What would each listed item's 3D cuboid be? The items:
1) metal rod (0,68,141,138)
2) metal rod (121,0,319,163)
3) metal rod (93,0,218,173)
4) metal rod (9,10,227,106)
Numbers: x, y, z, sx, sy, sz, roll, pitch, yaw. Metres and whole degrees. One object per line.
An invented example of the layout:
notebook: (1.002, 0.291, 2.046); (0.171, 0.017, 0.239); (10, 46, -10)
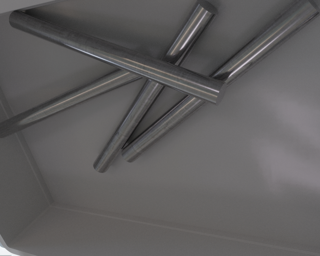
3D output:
metal rod: (-0.142, -0.035, 0.445); (0.300, 0.025, 0.025); (-18, 109, 29)
metal rod: (0.044, -0.035, 0.364); (0.025, 0.025, 0.299); (47, 129, -5)
metal rod: (-0.024, -0.030, 0.402); (0.025, 0.025, 0.298); (39, 129, 1)
metal rod: (-0.066, -0.090, 0.365); (0.301, 0.025, 0.025); (24, 127, 22)
